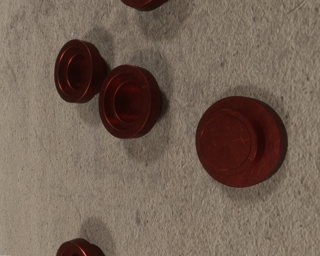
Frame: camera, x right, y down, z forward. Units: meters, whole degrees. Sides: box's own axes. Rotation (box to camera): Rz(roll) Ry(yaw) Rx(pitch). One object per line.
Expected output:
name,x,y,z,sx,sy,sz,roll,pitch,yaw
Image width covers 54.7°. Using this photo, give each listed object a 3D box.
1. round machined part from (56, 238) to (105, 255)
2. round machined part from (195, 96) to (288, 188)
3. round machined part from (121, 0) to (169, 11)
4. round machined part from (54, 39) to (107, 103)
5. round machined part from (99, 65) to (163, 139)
round machined part,-0.120,0.224,0.490,0.098,0.042,0.097,0,90,39
round machined part,0.078,0.015,0.328,0.098,0.042,0.097,0,90,39
round machined part,-0.010,-0.200,0.400,0.098,0.042,0.097,0,90,39
round machined part,-0.122,-0.088,0.492,0.098,0.042,0.097,0,90,39
round machined part,-0.036,-0.034,0.421,0.098,0.042,0.097,0,90,39
